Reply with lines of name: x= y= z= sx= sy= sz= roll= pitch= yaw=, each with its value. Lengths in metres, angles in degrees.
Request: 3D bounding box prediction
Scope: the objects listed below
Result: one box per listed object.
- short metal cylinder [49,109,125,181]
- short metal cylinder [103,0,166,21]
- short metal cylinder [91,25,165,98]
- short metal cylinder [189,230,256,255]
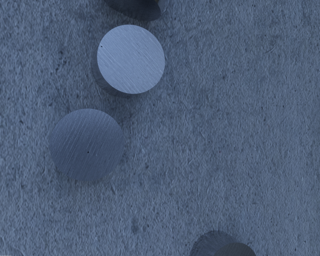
short metal cylinder: x=-0.087 y=0.018 z=0.364 sx=0.081 sy=0.050 sz=0.080 roll=0 pitch=90 yaw=-20
short metal cylinder: x=-0.028 y=-0.172 z=0.369 sx=0.080 sy=0.080 sz=0.050 roll=22 pitch=83 yaw=-19
short metal cylinder: x=-0.040 y=-0.079 z=0.381 sx=0.081 sy=0.050 sz=0.080 roll=0 pitch=90 yaw=-20
short metal cylinder: x=0.087 y=0.190 z=0.428 sx=0.081 sy=0.050 sz=0.080 roll=0 pitch=90 yaw=-20
